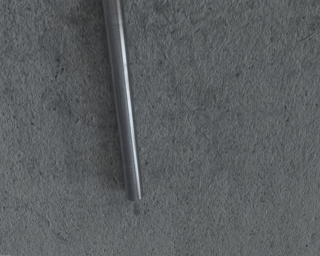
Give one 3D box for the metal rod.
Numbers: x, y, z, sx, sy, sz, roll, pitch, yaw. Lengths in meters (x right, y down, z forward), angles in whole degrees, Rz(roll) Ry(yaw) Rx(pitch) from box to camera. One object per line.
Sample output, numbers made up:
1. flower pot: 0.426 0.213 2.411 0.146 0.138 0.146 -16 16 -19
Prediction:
1. metal rod: -0.047 -0.042 0.393 0.025 0.025 0.298 -4 110 1
